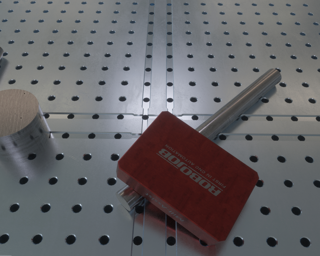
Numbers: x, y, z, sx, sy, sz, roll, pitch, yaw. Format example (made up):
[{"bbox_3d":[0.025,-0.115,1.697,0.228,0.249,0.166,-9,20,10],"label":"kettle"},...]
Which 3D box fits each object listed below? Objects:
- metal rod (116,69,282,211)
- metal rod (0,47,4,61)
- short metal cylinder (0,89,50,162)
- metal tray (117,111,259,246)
[{"bbox_3d":[0.067,0.000,0.407,0.302,0.025,0.025,-37,59,-27],"label":"metal rod"},{"bbox_3d":[-0.271,-0.014,0.417,0.025,0.025,0.300,0,50,0],"label":"metal rod"},{"bbox_3d":[-0.188,-0.004,0.393,0.081,0.050,0.080,0,50,0],"label":"short metal cylinder"},{"bbox_3d":[0.030,0.051,0.338,0.130,0.030,0.090,35,60,8],"label":"metal tray"}]
